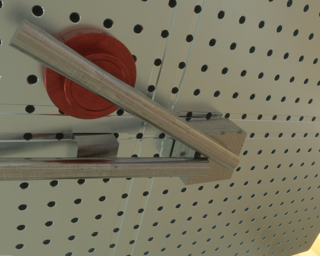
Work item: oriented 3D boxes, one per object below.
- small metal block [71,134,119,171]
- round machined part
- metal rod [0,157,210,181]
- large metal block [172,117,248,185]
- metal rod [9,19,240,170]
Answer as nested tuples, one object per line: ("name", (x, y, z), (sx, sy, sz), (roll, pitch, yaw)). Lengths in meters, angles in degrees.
("small metal block", (-0.083, 0.035, 0.389), (0.050, 0.025, 0.050), (-1, 119, -29))
("round machined part", (-0.071, -0.052, 0.330), (0.099, 0.042, 0.097), (-14, 125, -21))
("metal rod", (-0.084, 0.047, 0.360), (0.302, 0.025, 0.025), (2, 118, -18))
("large metal block", (0.068, 0.032, 0.450), (0.081, 0.050, 0.079), (-2, 120, -28))
("metal rod", (-0.008, -0.016, 0.336), (0.301, 0.025, 0.025), (30, 102, -35))
